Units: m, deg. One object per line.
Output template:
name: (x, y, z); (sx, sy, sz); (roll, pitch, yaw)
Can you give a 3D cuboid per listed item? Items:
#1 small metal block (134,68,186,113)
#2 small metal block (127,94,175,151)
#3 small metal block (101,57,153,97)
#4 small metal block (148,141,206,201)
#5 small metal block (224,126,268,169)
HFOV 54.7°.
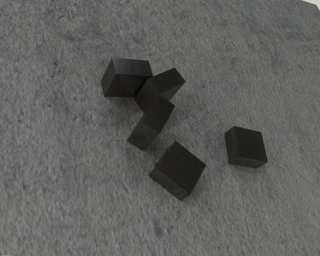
small metal block: (-0.001, -0.050, 0.420); (0.050, 0.050, 0.025); (-30, 79, -38)
small metal block: (-0.012, -0.006, 0.387); (0.025, 0.050, 0.050); (34, 51, -7)
small metal block: (-0.044, -0.064, 0.405); (0.050, 0.050, 0.025); (-2, 63, -29)
small metal block: (0.022, 0.053, 0.385); (0.050, 0.025, 0.050); (39, 51, -3)
small metal block: (0.126, 0.029, 0.457); (0.050, 0.025, 0.050); (12, 57, -22)
